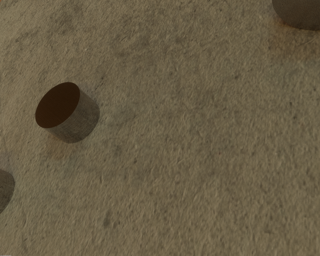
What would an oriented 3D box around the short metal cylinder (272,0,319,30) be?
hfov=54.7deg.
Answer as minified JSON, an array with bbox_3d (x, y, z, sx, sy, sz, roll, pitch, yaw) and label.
[{"bbox_3d":[0.185,-0.165,0.373,0.080,0.080,0.050,23,74,36],"label":"short metal cylinder"}]

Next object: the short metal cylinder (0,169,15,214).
[{"bbox_3d":[-0.272,0.095,0.469,0.080,0.050,0.080,-13,56,20],"label":"short metal cylinder"}]

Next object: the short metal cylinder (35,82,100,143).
[{"bbox_3d":[-0.140,-0.023,0.473,0.080,0.050,0.080,-13,56,20],"label":"short metal cylinder"}]
